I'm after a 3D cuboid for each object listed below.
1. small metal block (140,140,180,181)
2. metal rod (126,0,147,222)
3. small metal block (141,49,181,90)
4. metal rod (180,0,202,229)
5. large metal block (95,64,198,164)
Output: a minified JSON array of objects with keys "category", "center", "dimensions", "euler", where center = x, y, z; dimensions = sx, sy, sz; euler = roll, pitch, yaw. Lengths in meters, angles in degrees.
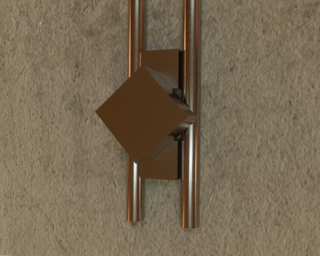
[{"category":"small metal block","center":[0.002,0.041,0.407],"dimensions":[0.050,0.025,0.050],"euler":[1,90,19]},{"category":"metal rod","center":[-0.032,-0.025,0.421],"dimensions":[0.025,0.025,0.298],"euler":[1,90,19]},{"category":"small metal block","center":[0.004,-0.075,0.407],"dimensions":[0.050,0.025,0.050],"euler":[1,90,19]},{"category":"metal rod","center":[0.040,-0.024,0.396],"dimensions":[0.025,0.025,0.298],"euler":[1,90,19]},{"category":"large metal block","center":[-0.015,-0.015,0.373],"dimensions":[0.080,0.050,0.080],"euler":[-43,77,15]}]
